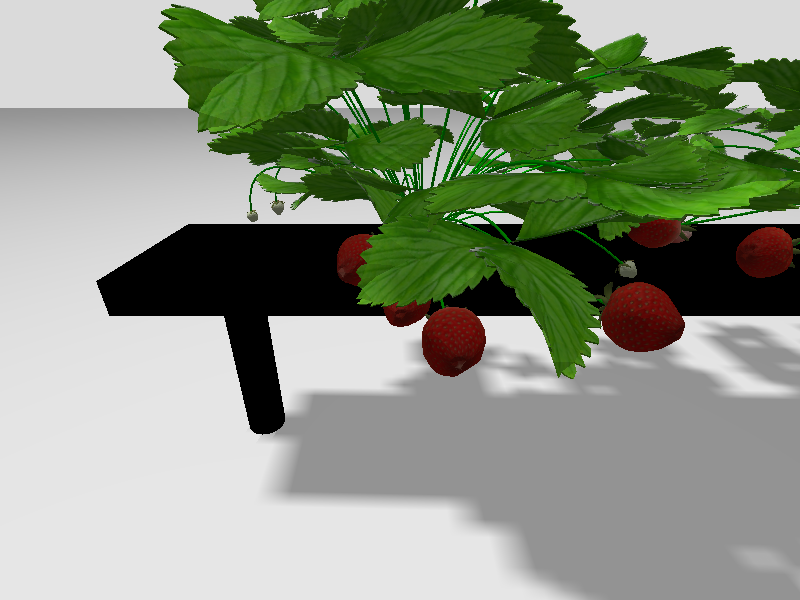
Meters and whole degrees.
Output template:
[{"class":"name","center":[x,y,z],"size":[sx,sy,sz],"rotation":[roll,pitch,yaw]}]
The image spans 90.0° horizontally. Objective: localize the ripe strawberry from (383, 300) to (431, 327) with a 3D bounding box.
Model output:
[{"class":"ripe strawberry","center":[0.003,0.002,0.236],"size":[0.029,0.031,0.031],"rotation":[3,28,6]}]

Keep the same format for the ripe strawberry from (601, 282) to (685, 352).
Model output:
[{"class":"ripe strawberry","center":[0.131,0.010,0.215],"size":[0.035,0.037,0.038],"rotation":[-17,33,-30]}]

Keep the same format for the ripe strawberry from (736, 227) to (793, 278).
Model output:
[{"class":"ripe strawberry","center":[0.268,-0.035,0.297],"size":[0.035,0.037,0.033],"rotation":[-10,29,-17]}]

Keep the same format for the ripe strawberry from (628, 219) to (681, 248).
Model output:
[{"class":"ripe strawberry","center":[0.225,-0.066,0.359],"size":[0.042,0.041,0.039],"rotation":[-1,27,0]}]

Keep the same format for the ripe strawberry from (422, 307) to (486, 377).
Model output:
[{"class":"ripe strawberry","center":[0.027,0.022,0.195],"size":[0.032,0.034,0.035],"rotation":[-1,28,-2]}]

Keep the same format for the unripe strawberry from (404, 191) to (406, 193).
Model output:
[{"class":"unripe strawberry","center":[0.001,-0.145,0.537],"size":[0.013,0.014,0.014],"rotation":[-3,16,-5]}]

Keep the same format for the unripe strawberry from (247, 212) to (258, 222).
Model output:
[{"class":"unripe strawberry","center":[-0.153,-0.086,0.416],"size":[0.011,0.011,0.011],"rotation":[9,29,17]}]

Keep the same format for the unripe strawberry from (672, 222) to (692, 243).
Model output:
[{"class":"unripe strawberry","center":[0.256,-0.062,0.369],"size":[0.020,0.019,0.018],"rotation":[29,25,-12]}]

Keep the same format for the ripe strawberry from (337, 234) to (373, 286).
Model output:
[{"class":"ripe strawberry","center":[-0.029,-0.026,0.282],"size":[0.037,0.039,0.041],"rotation":[15,31,26]}]

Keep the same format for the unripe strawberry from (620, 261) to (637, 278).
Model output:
[{"class":"unripe strawberry","center":[0.172,-0.022,0.302],"size":[0.013,0.013,0.012],"rotation":[-52,-5,36]}]
